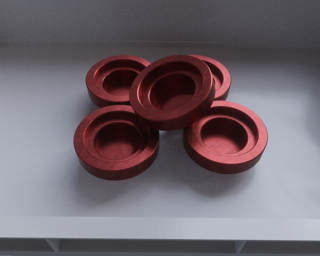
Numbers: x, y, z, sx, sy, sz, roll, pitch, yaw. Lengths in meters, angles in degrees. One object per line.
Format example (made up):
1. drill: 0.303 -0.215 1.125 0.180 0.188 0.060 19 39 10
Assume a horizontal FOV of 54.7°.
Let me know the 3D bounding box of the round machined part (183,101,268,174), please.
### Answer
1. round machined part: 0.077 0.015 0.380 0.099 0.042 0.098 0 50 0

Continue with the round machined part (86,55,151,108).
1. round machined part: -0.052 -0.057 0.439 0.099 0.042 0.098 0 50 0

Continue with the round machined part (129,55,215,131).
1. round machined part: 0.017 -0.037 0.368 0.098 0.042 0.098 -10 54 15

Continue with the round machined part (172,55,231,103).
1. round machined part: 0.048 -0.057 0.441 0.099 0.042 0.098 0 50 0

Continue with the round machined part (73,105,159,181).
1. round machined part: -0.050 0.021 0.373 0.099 0.042 0.098 0 50 0
